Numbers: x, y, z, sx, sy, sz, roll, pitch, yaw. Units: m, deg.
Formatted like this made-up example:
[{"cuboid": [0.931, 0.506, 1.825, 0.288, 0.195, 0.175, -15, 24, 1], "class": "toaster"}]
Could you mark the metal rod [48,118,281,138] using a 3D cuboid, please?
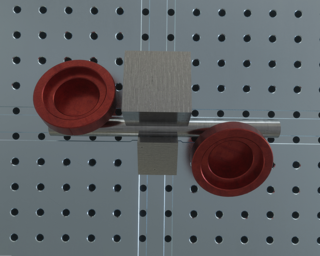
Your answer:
[{"cuboid": [0.006, 0.000, 0.414, 0.302, 0.025, 0.025, 1, 90, 0], "class": "metal rod"}]

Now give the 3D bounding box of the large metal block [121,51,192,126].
[{"cuboid": [-0.003, -0.049, 0.389, 0.081, 0.050, 0.080, 1, 72, 0], "class": "large metal block"}]

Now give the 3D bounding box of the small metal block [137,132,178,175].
[{"cuboid": [-0.003, 0.034, 0.403, 0.050, 0.025, 0.050, 1, 119, 0], "class": "small metal block"}]

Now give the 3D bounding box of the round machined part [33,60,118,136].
[{"cuboid": [-0.103, -0.034, 0.391, 0.099, 0.042, 0.098, 0, 64, 0], "class": "round machined part"}]

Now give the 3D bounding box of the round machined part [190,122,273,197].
[{"cuboid": [0.088, 0.036, 0.393, 0.099, 0.042, 0.097, 0, 115, 0], "class": "round machined part"}]
